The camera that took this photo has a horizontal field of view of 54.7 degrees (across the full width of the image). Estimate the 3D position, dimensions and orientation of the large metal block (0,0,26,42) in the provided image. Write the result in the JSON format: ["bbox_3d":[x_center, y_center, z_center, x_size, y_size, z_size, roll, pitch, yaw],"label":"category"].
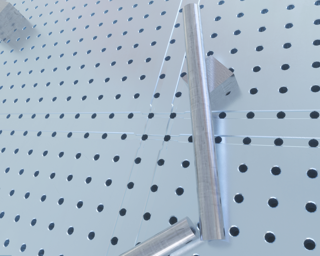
[{"bbox_3d":[-0.395,-0.265,0.763,0.080,0.050,0.080,25,75,37],"label":"large metal block"}]

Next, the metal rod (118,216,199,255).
[{"bbox_3d":[-0.092,0.183,0.344,0.300,0.025,0.025,-32,52,7],"label":"metal rod"}]

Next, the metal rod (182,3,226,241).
[{"bbox_3d":[0.048,-0.025,0.369,0.025,0.025,0.299,-12,65,22],"label":"metal rod"}]

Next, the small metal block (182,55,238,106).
[{"bbox_3d":[0.066,-0.062,0.412,0.050,0.025,0.050,-39,51,2],"label":"small metal block"}]
